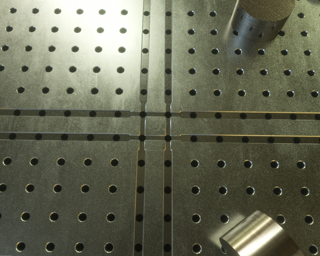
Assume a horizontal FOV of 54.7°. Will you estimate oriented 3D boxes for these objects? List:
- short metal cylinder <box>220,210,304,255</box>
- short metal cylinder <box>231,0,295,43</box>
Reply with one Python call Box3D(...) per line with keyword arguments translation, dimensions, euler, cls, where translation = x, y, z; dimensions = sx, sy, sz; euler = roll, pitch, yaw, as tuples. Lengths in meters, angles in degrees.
Box3D(translation=(0.110, 0.137, 0.334), dimensions=(0.050, 0.080, 0.080), euler=(-34, 74, -12), cls="short metal cylinder")
Box3D(translation=(0.152, -0.176, 0.465), dimensions=(0.081, 0.050, 0.080), euler=(0, 70, -1), cls="short metal cylinder")
